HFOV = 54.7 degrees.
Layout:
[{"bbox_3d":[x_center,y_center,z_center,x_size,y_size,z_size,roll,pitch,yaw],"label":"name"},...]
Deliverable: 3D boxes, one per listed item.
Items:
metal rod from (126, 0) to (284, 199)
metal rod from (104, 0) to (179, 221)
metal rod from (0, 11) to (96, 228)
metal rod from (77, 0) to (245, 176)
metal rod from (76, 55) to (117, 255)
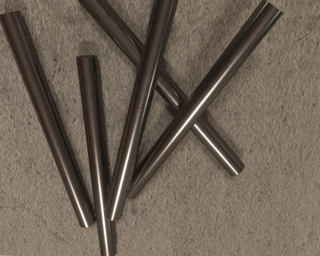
[{"bbox_3d":[0.034,-0.015,0.376,0.025,0.025,0.298,31,118,-11],"label":"metal rod"},{"bbox_3d":[-0.028,-0.012,0.379,0.025,0.025,0.298,14,111,-6],"label":"metal rod"},{"bbox_3d":[-0.140,0.003,0.409,0.025,0.025,0.298,-13,110,4],"label":"metal rod"},{"bbox_3d":[0.010,-0.049,0.391,0.025,0.025,0.300,-39,106,13],"label":"metal rod"},{"bbox_3d":[-0.084,0.053,0.427,0.025,0.025,0.298,-2,110,0],"label":"metal rod"}]
